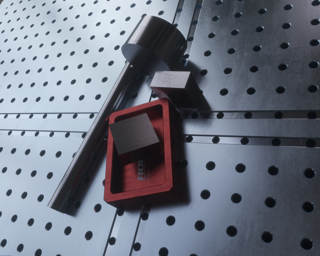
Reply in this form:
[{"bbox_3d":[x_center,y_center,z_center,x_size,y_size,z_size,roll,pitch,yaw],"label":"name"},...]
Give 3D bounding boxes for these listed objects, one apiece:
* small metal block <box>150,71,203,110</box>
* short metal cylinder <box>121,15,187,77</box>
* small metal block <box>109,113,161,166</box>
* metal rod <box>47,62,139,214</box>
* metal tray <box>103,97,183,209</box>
[{"bbox_3d":[0.023,-0.050,0.410,0.050,0.050,0.025,7,65,31],"label":"small metal block"},{"bbox_3d":[-0.008,-0.113,0.445,0.080,0.080,0.050,19,72,35],"label":"short metal cylinder"},{"bbox_3d":[-0.032,0.014,0.388,0.050,0.025,0.050,-18,52,-10],"label":"small metal block"},{"bbox_3d":[-0.078,-0.020,0.459,0.025,0.025,0.300,13,68,33],"label":"metal rod"},{"bbox_3d":[-0.022,0.031,0.396,0.090,0.030,0.130,-15,56,19],"label":"metal tray"}]
